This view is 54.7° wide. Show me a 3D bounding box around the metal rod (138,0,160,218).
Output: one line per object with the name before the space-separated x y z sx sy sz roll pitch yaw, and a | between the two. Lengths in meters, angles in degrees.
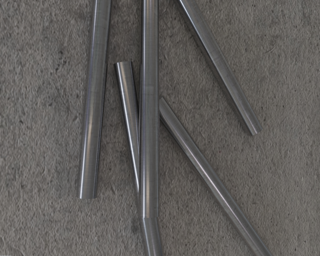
metal rod | -0.013 -0.044 0.385 0.025 0.025 0.298 2 82 -20

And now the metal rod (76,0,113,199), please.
metal rod | -0.078 -0.065 0.380 0.025 0.025 0.298 5 88 -20

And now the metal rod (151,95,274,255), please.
metal rod | 0.079 0.084 0.438 0.025 0.025 0.299 -39 103 -16

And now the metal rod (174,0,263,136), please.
metal rod | 0.065 -0.121 0.432 0.025 0.025 0.299 -34 101 -17

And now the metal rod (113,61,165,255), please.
metal rod | -0.023 0.065 0.400 0.025 0.025 0.298 -10 94 -20
